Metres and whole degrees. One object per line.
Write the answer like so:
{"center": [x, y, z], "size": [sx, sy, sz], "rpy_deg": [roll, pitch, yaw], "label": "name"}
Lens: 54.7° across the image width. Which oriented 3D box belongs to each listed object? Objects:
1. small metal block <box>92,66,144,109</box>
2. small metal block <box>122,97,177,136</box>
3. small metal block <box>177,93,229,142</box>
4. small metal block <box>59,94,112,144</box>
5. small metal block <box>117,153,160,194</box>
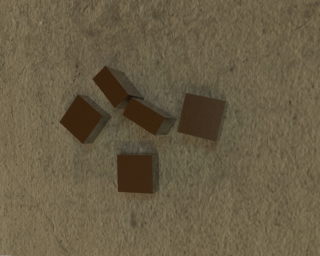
{"center": [-0.054, -0.052, 0.414], "size": [0.025, 0.050, 0.050], "rpy_deg": [-42, 77, 15], "label": "small metal block"}
{"center": [-0.012, -0.014, 0.399], "size": [0.050, 0.050, 0.025], "rpy_deg": [32, 101, 17], "label": "small metal block"}
{"center": [0.054, -0.014, 0.389], "size": [0.050, 0.025, 0.050], "rpy_deg": [14, 95, 19], "label": "small metal block"}
{"center": [-0.107, -0.012, 0.445], "size": [0.050, 0.025, 0.050], "rpy_deg": [40, 102, 15], "label": "small metal block"}
{"center": [-0.029, 0.060, 0.418], "size": [0.050, 0.025, 0.050], "rpy_deg": [-1, 90, 19], "label": "small metal block"}
